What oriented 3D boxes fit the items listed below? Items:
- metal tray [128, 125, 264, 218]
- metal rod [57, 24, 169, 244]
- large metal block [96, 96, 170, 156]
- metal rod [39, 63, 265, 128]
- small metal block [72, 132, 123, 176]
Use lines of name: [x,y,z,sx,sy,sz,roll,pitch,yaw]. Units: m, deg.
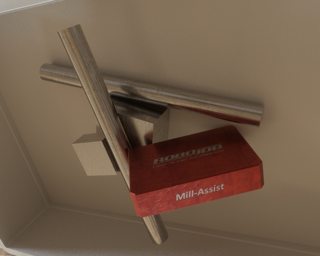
metal tray: [0.033,0.042,0.338,0.131,0.090,0.030,-13,116,-1]
metal rod: [-0.048,0.024,0.381,0.025,0.025,0.298,-7,115,31]
large metal block: [-0.036,0.005,0.412,0.080,0.050,0.079,17,125,18]
metal rod: [-0.025,-0.046,0.391,0.301,0.025,0.025,14,124,20]
small metal block: [-0.078,0.034,0.403,0.050,0.025,0.050,-7,115,30]
